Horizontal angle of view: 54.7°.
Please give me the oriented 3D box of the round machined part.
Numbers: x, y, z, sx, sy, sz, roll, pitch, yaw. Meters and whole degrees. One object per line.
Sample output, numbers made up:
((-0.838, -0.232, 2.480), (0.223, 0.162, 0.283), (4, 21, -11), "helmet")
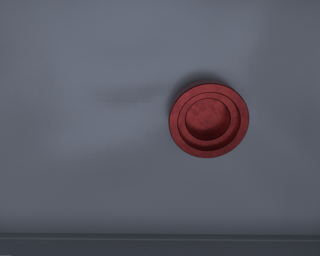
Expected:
((0.060, -0.014, 0.397), (0.099, 0.042, 0.097), (0, 110, 0), "round machined part")
